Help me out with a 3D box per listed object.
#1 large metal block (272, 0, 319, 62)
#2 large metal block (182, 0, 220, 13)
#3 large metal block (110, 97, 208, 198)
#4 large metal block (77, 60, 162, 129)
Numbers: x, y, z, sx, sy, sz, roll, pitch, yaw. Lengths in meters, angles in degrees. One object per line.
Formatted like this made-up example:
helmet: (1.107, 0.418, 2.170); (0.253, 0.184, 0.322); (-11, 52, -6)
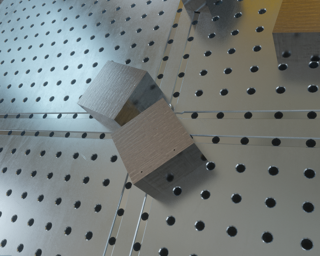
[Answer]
large metal block: (0.189, -0.127, 0.371); (0.080, 0.050, 0.080); (10, 67, 32)
large metal block: (0.067, -0.242, 0.485); (0.050, 0.080, 0.080); (24, 75, 36)
large metal block: (-0.002, 0.024, 0.378); (0.080, 0.050, 0.080); (-35, 52, 4)
large metal block: (-0.058, -0.044, 0.448); (0.080, 0.050, 0.080); (22, 74, 36)
